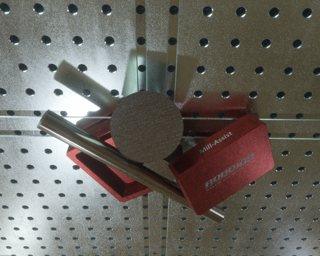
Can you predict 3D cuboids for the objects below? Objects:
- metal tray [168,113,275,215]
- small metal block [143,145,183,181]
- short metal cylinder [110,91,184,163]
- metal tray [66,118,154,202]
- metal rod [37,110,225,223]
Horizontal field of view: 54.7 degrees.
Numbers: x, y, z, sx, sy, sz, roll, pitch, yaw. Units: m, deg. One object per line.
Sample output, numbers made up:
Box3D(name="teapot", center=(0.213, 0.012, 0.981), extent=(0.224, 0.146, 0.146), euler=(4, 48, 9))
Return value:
Box3D(name="metal tray", center=(0.085, 0.050, 0.413), extent=(0.131, 0.030, 0.090), euler=(-31, 128, -6))
Box3D(name="small metal block", center=(0.005, 0.036, 0.421), extent=(0.050, 0.050, 0.025), euler=(33, 123, -25))
Box3D(name="short metal cylinder", center=(-0.017, 0.001, 0.363), extent=(0.081, 0.080, 0.050), euler=(6, 172, -6))
Box3D(name="metal tray", center=(-0.055, 0.049, 0.444), extent=(0.090, 0.030, 0.130), euler=(-25, 126, 20))
Box3D(name="metal rod", center=(-0.021, 0.063, 0.421), extent=(0.301, 0.025, 0.025), euler=(33, 123, -26))
